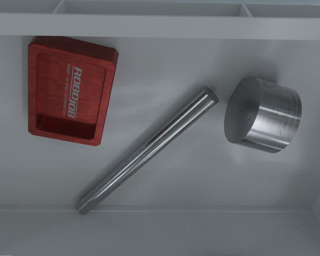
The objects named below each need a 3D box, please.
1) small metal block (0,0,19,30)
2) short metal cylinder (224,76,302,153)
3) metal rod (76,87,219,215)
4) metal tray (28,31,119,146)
[{"bbox_3d":[-0.172,-0.102,0.303,0.050,0.050,0.025,-35,122,26],"label":"small metal block"},{"bbox_3d":[0.117,-0.015,0.362,0.050,0.080,0.079,15,129,-13],"label":"short metal cylinder"},{"bbox_3d":[-0.034,0.047,0.448,0.025,0.025,0.299,33,123,-25],"label":"metal rod"},{"bbox_3d":[-0.106,-0.040,0.369,0.091,0.030,0.129,11,129,-10],"label":"metal tray"}]
